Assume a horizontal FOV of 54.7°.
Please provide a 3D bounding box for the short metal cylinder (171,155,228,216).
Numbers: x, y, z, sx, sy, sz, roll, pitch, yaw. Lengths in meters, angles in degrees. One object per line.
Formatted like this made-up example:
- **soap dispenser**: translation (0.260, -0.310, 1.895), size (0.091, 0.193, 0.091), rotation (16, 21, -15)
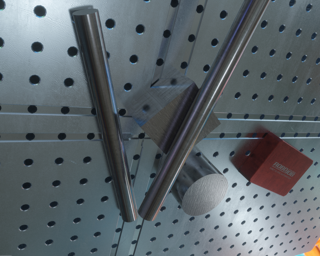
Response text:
- **short metal cylinder**: translation (0.058, 0.089, 0.482), size (0.081, 0.050, 0.079), rotation (-14, 124, -21)

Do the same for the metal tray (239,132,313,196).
- **metal tray**: translation (0.216, 0.070, 0.570), size (0.131, 0.030, 0.090), rotation (26, 104, -37)

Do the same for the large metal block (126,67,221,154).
- **large metal block**: translation (0.018, -0.015, 0.396), size (0.080, 0.050, 0.080), rotation (-41, 130, -1)

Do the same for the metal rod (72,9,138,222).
- **metal rod**: translation (-0.059, 0.010, 0.384), size (0.025, 0.025, 0.298), rotation (-19, 126, -18)

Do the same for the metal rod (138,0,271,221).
- **metal rod**: translation (0.044, -0.015, 0.361), size (0.025, 0.025, 0.298), rotation (13, 111, -34)
